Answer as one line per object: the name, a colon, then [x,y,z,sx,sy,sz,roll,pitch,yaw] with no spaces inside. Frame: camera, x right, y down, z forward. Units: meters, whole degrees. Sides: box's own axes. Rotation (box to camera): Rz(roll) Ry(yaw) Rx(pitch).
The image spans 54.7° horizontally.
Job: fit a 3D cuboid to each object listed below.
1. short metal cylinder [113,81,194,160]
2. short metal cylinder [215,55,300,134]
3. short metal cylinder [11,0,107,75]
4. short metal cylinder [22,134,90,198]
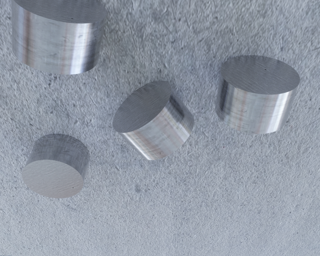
short metal cylinder: [-0.008,-0.010,0.363,0.080,0.080,0.050,-26,125,20]
short metal cylinder: [0.104,-0.038,0.339,0.081,0.080,0.050,0,130,0]
short metal cylinder: [-0.094,-0.094,0.290,0.081,0.080,0.050,13,129,-11]
short metal cylinder: [-0.144,0.054,0.435,0.081,0.050,0.079,0,130,0]
